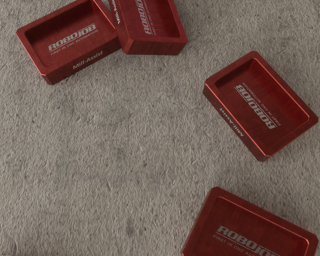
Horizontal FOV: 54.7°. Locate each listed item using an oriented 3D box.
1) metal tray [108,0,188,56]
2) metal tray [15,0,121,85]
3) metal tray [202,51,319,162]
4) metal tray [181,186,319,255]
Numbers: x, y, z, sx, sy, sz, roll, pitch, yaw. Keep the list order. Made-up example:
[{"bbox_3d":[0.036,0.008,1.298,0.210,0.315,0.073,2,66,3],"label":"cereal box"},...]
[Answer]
[{"bbox_3d":[-0.021,-0.167,0.448,0.091,0.030,0.130,-6,68,-28],"label":"metal tray"},{"bbox_3d":[-0.127,-0.132,0.452,0.131,0.030,0.090,-32,73,-11],"label":"metal tray"},{"bbox_3d":[0.132,-0.031,0.417,0.090,0.030,0.130,-33,73,-11],"label":"metal tray"},{"bbox_3d":[0.101,0.137,0.355,0.130,0.030,0.090,26,72,9],"label":"metal tray"}]
